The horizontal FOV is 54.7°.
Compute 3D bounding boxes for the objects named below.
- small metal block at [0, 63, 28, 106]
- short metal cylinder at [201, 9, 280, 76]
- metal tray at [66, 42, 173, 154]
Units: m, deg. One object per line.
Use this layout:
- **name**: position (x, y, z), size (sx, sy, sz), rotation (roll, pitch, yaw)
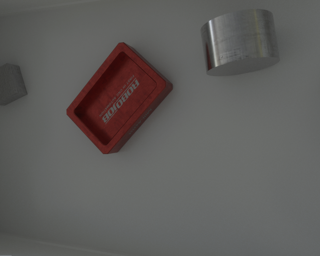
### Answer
- **small metal block**: position (-0.247, -0.069, 0.495), size (0.050, 0.025, 0.050), rotation (-21, 83, 18)
- **short metal cylinder**: position (0.089, -0.093, 0.350), size (0.080, 0.080, 0.050), rotation (-8, 87, 19)
- **metal tray**: position (-0.058, -0.039, 0.426), size (0.090, 0.030, 0.130), rotation (45, 103, 14)
